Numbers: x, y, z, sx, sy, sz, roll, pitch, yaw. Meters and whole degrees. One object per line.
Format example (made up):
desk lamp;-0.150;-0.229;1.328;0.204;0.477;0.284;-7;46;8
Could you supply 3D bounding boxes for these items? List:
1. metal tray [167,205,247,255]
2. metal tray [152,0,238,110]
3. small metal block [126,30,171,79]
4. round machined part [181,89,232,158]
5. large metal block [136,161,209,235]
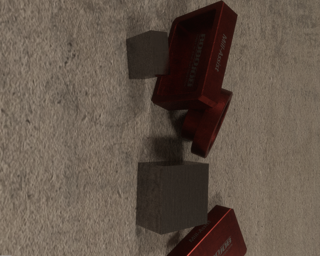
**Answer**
metal tray;0.074;0.191;0.467;0.131;0.030;0.090;-33;111;-35
metal tray;0.043;-0.089;0.400;0.030;0.090;0.130;24;75;-38
small metal block;-0.015;-0.087;0.377;0.025;0.050;0.050;-8;95;-40
round machined part;0.061;-0.011;0.426;0.098;0.042;0.098;-60;165;-27
large metal block;0.017;0.086;0.405;0.081;0.050;0.079;3;88;-40
